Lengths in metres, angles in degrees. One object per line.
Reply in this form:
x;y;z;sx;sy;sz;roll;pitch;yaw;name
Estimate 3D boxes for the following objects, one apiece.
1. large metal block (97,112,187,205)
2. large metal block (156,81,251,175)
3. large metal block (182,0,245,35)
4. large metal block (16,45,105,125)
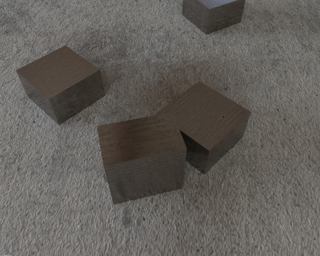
-0.019;0.034;0.338;0.081;0.080;0.050;-11;51;-9;large metal block
0.052;-0.003;0.389;0.080;0.050;0.080;37;59;26;large metal block
0.098;-0.227;0.578;0.081;0.050;0.080;-24;54;-19;large metal block
-0.138;-0.063;0.439;0.080;0.050;0.080;37;59;26;large metal block
